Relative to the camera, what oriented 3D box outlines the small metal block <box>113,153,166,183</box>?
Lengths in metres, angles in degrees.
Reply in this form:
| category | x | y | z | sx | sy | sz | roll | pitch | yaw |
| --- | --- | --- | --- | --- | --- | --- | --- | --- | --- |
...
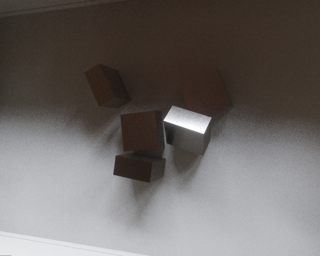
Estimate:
| category | x | y | z | sx | sy | sz | roll | pitch | yaw |
| --- | --- | --- | --- | --- | --- | --- | --- | --- | --- |
| small metal block | -0.025 | 0.050 | 0.406 | 0.050 | 0.050 | 0.025 | 9 | 93 | 20 |

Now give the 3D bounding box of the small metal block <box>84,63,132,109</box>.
| category | x | y | z | sx | sy | sz | roll | pitch | yaw |
| --- | --- | --- | --- | --- | --- | --- | --- | --- | --- |
| small metal block | -0.070 | -0.056 | 0.422 | 0.025 | 0.050 | 0.050 | -28 | 81 | 18 |

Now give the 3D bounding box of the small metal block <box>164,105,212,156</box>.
| category | x | y | z | sx | sy | sz | roll | pitch | yaw |
| --- | --- | --- | --- | --- | --- | --- | --- | --- | --- |
| small metal block | 0.035 | 0.004 | 0.382 | 0.050 | 0.050 | 0.025 | 19 | 59 | 19 |

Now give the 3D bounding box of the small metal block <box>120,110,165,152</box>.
| category | x | y | z | sx | sy | sz | roll | pitch | yaw |
| --- | --- | --- | --- | --- | --- | --- | --- | --- | --- |
| small metal block | -0.023 | 0.004 | 0.419 | 0.050 | 0.025 | 0.050 | -6 | 88 | 20 |

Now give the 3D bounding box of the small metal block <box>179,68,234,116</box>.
| category | x | y | z | sx | sy | sz | roll | pitch | yaw |
| --- | --- | --- | --- | --- | --- | --- | --- | --- | --- |
| small metal block | 0.059 | -0.041 | 0.390 | 0.050 | 0.025 | 0.050 | -22 | 83 | 18 |
